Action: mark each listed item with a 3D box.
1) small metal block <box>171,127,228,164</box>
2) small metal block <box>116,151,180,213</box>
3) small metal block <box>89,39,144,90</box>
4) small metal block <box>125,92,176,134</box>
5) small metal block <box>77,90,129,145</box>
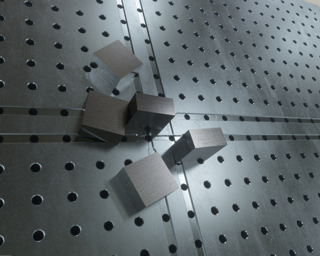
[{"bbox_3d":[0.050,0.023,0.404,0.050,0.050,0.025,-3,64,-30],"label":"small metal block"},{"bbox_3d":[-0.014,0.062,0.362,0.050,0.025,0.050,-22,74,-36],"label":"small metal block"},{"bbox_3d":[-0.060,-0.088,0.429,0.050,0.025,0.050,45,51,3],"label":"small metal block"},{"bbox_3d":[-0.015,-0.017,0.394,0.050,0.050,0.025,7,59,-25],"label":"small metal block"},{"bbox_3d":[-0.069,-0.013,0.379,0.050,0.025,0.050,16,55,-19],"label":"small metal block"}]
